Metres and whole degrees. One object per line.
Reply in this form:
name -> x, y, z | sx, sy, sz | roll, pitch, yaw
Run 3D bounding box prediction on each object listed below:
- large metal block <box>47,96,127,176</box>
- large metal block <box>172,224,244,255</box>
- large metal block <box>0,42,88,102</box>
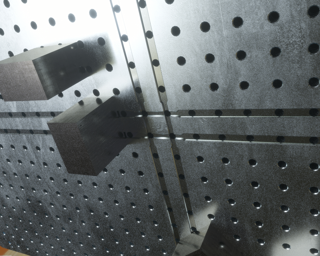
large metal block -> -0.097, 0.009, 0.434 | 0.050, 0.080, 0.080 | 0, 119, 28
large metal block -> 0.074, 0.209, 0.485 | 0.080, 0.050, 0.080 | 44, 129, -2
large metal block -> -0.160, -0.075, 0.414 | 0.080, 0.080, 0.050 | 1, 119, 28
